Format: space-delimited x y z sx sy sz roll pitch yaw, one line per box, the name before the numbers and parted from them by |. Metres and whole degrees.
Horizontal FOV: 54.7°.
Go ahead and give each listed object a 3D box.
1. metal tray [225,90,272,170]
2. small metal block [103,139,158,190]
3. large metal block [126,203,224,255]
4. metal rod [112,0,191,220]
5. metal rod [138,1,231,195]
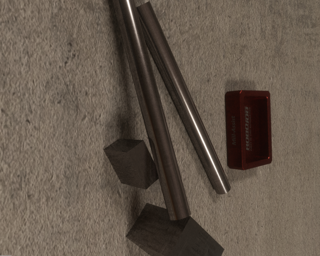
metal tray | 0.155 0.001 0.533 0.091 0.030 0.129 -5 93 -40
small metal block | -0.033 0.041 0.363 0.025 0.050 0.050 -38 113 -34
large metal block | 0.019 0.144 0.387 0.080 0.080 0.050 49 61 -29
metal rod | -0.015 -0.045 0.354 0.025 0.025 0.298 -12 86 -40
metal rod | 0.038 -0.028 0.438 0.025 0.025 0.299 -41 115 -33
